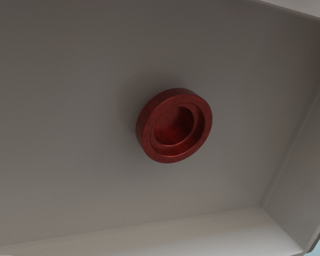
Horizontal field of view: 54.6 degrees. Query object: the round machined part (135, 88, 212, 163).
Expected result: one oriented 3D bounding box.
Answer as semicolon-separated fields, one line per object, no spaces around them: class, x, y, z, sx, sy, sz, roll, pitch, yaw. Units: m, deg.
round machined part;0.014;-0.006;0.397;0.099;0.042;0.097;-14;124;-21
